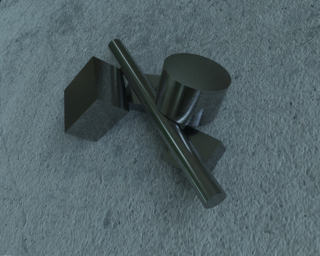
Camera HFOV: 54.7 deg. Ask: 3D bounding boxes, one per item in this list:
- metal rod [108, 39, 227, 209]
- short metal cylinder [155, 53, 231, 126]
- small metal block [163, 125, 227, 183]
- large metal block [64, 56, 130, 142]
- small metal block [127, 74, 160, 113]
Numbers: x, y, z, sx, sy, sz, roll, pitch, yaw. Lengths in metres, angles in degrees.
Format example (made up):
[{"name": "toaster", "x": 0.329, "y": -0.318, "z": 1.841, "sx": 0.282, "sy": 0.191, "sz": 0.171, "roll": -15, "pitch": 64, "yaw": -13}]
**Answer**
[{"name": "metal rod", "x": -0.008, "y": -0.029, "z": 0.394, "sx": 0.025, "sy": 0.025, "sz": 0.300, "roll": -35, "pitch": 51, "yaw": 4}, {"name": "short metal cylinder", "x": 0.038, "y": -0.048, "z": 0.372, "sx": 0.081, "sy": 0.050, "sz": 0.080, "roll": 9, "pitch": 41, "yaw": -8}, {"name": "small metal block", "x": 0.041, "y": 0.031, "z": 0.364, "sx": 0.050, "sy": 0.025, "sz": 0.050, "roll": 27, "pitch": 76, "yaw": 37}, {"name": "large metal block", "x": -0.093, "y": -0.039, "z": 0.439, "sx": 0.080, "sy": 0.050, "sz": 0.080, "roll": -39, "pitch": 48, "yaw": 32}, {"name": "small metal block", "x": -0.022, "y": -0.050, "z": 0.447, "sx": 0.050, "sy": 0.025, "sz": 0.050, "roll": 13, "pitch": 68, "yaw": 33}]
